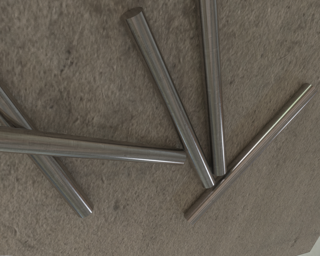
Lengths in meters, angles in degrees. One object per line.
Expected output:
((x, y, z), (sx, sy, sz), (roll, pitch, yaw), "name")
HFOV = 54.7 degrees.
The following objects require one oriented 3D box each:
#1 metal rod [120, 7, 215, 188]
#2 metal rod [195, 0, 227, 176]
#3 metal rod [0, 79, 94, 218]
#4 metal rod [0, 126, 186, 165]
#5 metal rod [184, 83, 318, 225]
((0.025, -0.015, 0.412), (0.025, 0.025, 0.299), (-33, 129, -7), "metal rod")
((0.071, -0.049, 0.417), (0.025, 0.025, 0.298), (-23, 127, -15), "metal rod")
((-0.146, 0.002, 0.329), (0.025, 0.025, 0.299), (-30, 129, -10), "metal rod")
((-0.083, 0.022, 0.352), (0.302, 0.025, 0.025), (10, 114, -41), "metal rod")
((0.148, 0.046, 0.519), (0.299, 0.025, 0.025), (-49, 129, 6), "metal rod")
